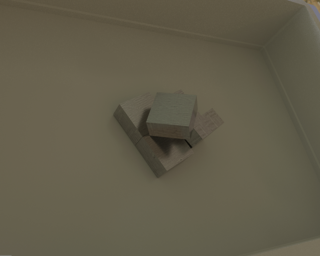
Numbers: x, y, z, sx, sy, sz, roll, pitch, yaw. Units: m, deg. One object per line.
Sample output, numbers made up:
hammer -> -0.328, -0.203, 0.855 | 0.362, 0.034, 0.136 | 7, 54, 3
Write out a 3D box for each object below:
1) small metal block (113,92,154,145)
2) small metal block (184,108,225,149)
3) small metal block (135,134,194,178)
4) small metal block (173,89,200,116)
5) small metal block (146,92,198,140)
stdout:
small metal block -> -0.023, -0.013, 0.401 | 0.050, 0.025, 0.050 | -28, 77, -38
small metal block -> 0.050, 0.005, 0.413 | 0.050, 0.050, 0.025 | -32, 80, -39
small metal block -> 0.006, 0.027, 0.392 | 0.050, 0.025, 0.050 | -28, 77, -38
small metal block -> 0.022, -0.020, 0.429 | 0.050, 0.025, 0.050 | -28, 77, -38
small metal block -> 0.016, -0.015, 0.375 | 0.050, 0.025, 0.050 | 6, 51, 15
